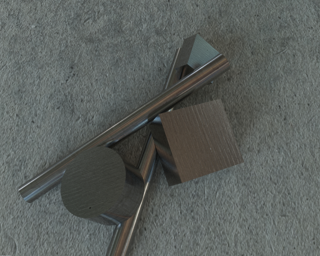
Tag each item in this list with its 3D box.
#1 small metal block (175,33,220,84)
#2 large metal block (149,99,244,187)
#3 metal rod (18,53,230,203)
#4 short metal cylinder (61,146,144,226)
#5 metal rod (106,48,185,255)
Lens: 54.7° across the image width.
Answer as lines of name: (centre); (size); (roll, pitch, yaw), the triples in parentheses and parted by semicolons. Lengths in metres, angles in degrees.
small metal block: (0.053, -0.093, 0.430); (0.050, 0.025, 0.050); (30, 67, -32)
large metal block: (0.042, 0.018, 0.374); (0.081, 0.050, 0.080); (-15, 80, -19)
metal rod: (-0.040, -0.003, 0.391); (0.301, 0.025, 0.025); (-34, 74, -5)
short metal cylinder: (-0.065, 0.068, 0.357); (0.080, 0.050, 0.080); (-9, 62, 18)
metal rod: (-0.009, 0.026, 0.399); (0.025, 0.025, 0.299); (16, 71, 6)
